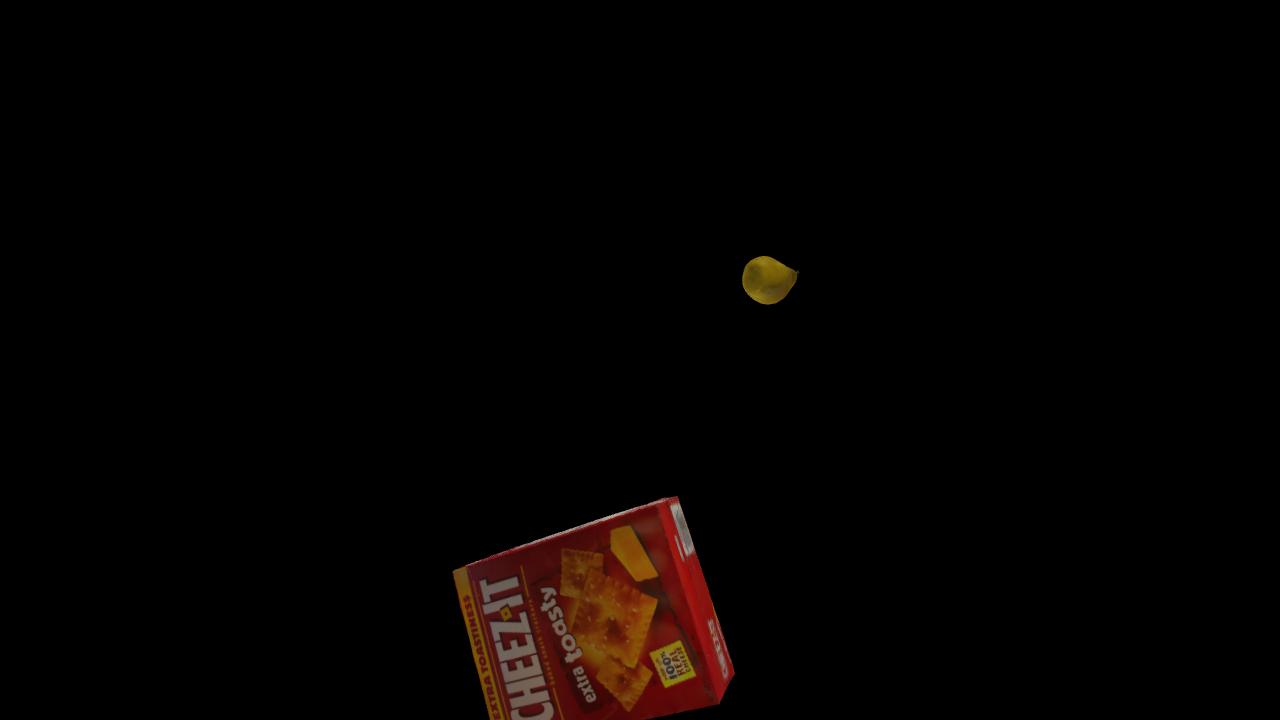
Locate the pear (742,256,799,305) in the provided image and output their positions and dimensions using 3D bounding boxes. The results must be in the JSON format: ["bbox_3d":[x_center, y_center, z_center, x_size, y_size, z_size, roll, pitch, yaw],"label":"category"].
[{"bbox_3d":[0.221,-0.128,0.987,0.111,0.080,0.080,-3,1,-27],"label":"pear"}]

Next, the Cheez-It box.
[{"bbox_3d":[-0.047,0.237,0.561,0.223,0.166,0.071,-22,-13,17],"label":"Cheez-It box"}]
